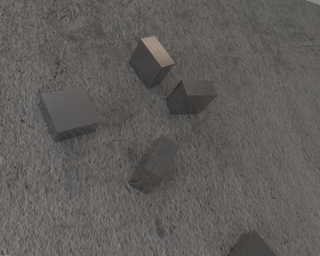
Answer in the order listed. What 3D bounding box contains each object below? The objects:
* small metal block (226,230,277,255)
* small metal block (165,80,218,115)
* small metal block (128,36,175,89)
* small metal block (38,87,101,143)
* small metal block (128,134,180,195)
[{"bbox_3d":[0.109,0.159,0.365,0.050,0.025,0.050,-35,82,-38],"label":"small metal block"},{"bbox_3d":[0.043,-0.043,0.437,0.050,0.050,0.025,-3,63,-30],"label":"small metal block"},{"bbox_3d":[-0.013,-0.092,0.437,0.025,0.050,0.050,-27,77,-37],"label":"small metal block"},{"bbox_3d":[-0.105,-0.016,0.357,0.050,0.025,0.050,-17,71,-35],"label":"small metal block"},{"bbox_3d":[-0.007,0.042,0.358,0.025,0.050,0.050,33,51,-7],"label":"small metal block"}]
